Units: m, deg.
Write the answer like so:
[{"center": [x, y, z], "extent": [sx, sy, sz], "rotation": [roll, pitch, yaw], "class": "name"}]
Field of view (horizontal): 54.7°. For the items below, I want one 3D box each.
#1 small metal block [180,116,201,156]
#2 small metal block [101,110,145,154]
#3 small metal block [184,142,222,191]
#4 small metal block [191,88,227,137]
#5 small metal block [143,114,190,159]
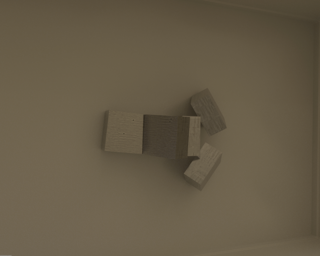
[{"center": [0.030, 0.010, 0.408], "extent": [0.025, 0.050, 0.050], "rotation": [1, 90, -20], "class": "small metal block"}, {"center": [-0.045, 0.005, 0.392], "extent": [0.050, 0.025, 0.050], "rotation": [7, 88, -20], "class": "small metal block"}, {"center": [0.058, 0.053, 0.416], "extent": [0.025, 0.050, 0.050], "rotation": [32, 76, 18], "class": "small metal block"}, {"center": [0.066, -0.023, 0.418], "extent": [0.025, 0.050, 0.050], "rotation": [-28, 102, 15], "class": "small metal block"}, {"center": [0.007, 0.010, 0.380], "extent": [0.025, 0.050, 0.050], "rotation": [1, 93, -52], "class": "small metal block"}]
